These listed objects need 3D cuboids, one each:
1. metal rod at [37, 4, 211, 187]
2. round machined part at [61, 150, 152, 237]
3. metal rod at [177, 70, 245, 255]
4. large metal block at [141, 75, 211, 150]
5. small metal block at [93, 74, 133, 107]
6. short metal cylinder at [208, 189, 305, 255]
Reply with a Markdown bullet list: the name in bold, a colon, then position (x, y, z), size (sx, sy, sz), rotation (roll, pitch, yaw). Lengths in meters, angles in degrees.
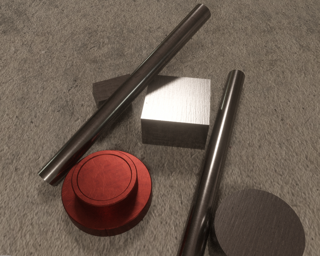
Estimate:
- **metal rod**: position (-0.035, -0.051, 0.391), size (0.025, 0.025, 0.300), rotation (34, 74, 25)
- **round machined part**: position (-0.058, 0.063, 0.338), size (0.099, 0.042, 0.098), rotation (0, 50, 0)
- **metal rod**: position (0.069, 0.030, 0.378), size (0.025, 0.025, 0.300), rotation (14, 51, 11)
- **large metal block**: position (0.022, -0.022, 0.406), size (0.080, 0.050, 0.080), rotation (6, 50, 4)
- **small metal block**: position (-0.064, -0.048, 0.423), size (0.050, 0.050, 0.025), rotation (-18, 85, -15)
- **short metal cylinder**: position (0.090, 0.107, 0.299), size (0.081, 0.050, 0.080), rotation (0, 50, 0)
